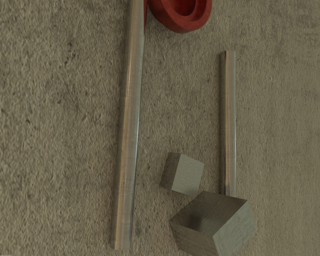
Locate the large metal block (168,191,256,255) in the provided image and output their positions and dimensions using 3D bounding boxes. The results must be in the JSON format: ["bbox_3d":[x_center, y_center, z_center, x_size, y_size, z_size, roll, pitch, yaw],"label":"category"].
[{"bbox_3d":[0.073,0.137,0.433,0.081,0.080,0.050,-30,109,-36],"label":"large metal block"}]

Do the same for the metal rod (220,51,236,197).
[{"bbox_3d":[0.110,0.027,0.499,0.025,0.025,0.298,0,90,-40],"label":"metal rod"}]

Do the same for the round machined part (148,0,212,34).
[{"bbox_3d":[0.022,-0.175,0.413,0.099,0.042,0.097,0,90,-40],"label":"round machined part"}]

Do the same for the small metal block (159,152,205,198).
[{"bbox_3d":[0.031,0.066,0.434,0.050,0.025,0.050,26,73,-37],"label":"small metal block"}]

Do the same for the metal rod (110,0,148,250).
[{"bbox_3d":[-0.037,-0.008,0.375,0.025,0.025,0.298,6,86,-40],"label":"metal rod"}]
